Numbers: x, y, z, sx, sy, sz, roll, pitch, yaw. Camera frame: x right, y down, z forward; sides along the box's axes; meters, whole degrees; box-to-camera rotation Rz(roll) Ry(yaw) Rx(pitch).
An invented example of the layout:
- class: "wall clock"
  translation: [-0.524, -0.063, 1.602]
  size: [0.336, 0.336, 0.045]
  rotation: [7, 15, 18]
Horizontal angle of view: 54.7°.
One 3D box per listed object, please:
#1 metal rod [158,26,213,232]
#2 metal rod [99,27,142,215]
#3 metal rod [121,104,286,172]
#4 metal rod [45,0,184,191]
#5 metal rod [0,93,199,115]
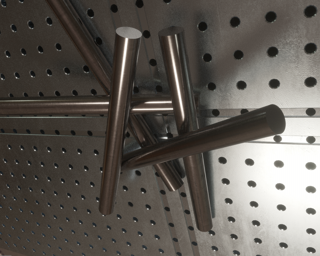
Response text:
- class: "metal rod"
  translation: [0.039, 0.027, 0.380]
  size: [0.025, 0.025, 0.298]
  rotation: [5, 129, 25]
- class: "metal rod"
  translation: [-0.057, 0.018, 0.394]
  size: [0.025, 0.025, 0.298]
  rotation: [25, 132, 12]
- class: "metal rod"
  translation: [0.008, 0.027, 0.366]
  size: [0.025, 0.025, 0.299]
  rotation: [54, 144, -11]
- class: "metal rod"
  translation: [-0.053, -0.039, 0.413]
  size: [0.025, 0.025, 0.299]
  rotation: [-22, 107, 36]
- class: "metal rod"
  translation: [-0.101, -0.029, 0.398]
  size: [0.301, 0.025, 0.025]
  rotation: [0, 120, 11]
